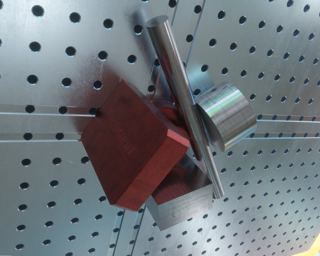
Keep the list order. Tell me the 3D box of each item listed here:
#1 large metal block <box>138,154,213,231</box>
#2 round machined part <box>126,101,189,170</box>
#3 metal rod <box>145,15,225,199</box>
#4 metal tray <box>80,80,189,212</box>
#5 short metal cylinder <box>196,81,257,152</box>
[{"bbox_3d":[0.019,0.086,0.441,0.081,0.080,0.050,-18,126,-19],"label":"large metal block"},{"bbox_3d":[-0.001,0.017,0.412,0.099,0.042,0.097,-14,125,-21],"label":"round machined part"},{"bbox_3d":[0.044,-0.002,0.408,0.025,0.025,0.299,-31,129,-9],"label":"metal rod"},{"bbox_3d":[-0.035,0.013,0.334,0.030,0.130,0.090,31,101,-38],"label":"metal tray"},{"bbox_3d":[0.082,-0.015,0.411,0.050,0.080,0.080,-32,129,-8],"label":"short metal cylinder"}]
